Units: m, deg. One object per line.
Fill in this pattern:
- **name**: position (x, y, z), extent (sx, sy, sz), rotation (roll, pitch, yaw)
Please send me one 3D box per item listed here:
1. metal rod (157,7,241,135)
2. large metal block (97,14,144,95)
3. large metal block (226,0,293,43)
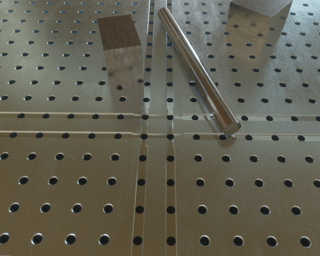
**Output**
- **metal rod**: position (0.051, -0.109, 0.498), extent (0.025, 0.025, 0.300), rotation (-13, 51, -11)
- **large metal block**: position (-0.059, -0.110, 0.464), extent (0.050, 0.080, 0.080), rotation (-11, 51, -9)
- **large metal block**: position (0.181, -0.210, 0.569), extent (0.080, 0.050, 0.080), rotation (34, 58, 25)
